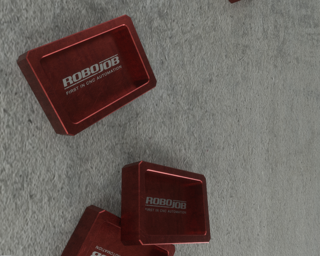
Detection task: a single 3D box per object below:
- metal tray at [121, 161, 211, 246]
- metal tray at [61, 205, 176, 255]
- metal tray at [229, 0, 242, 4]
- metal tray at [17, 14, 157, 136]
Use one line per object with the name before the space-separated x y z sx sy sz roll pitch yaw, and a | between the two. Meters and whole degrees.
metal tray | 0.011 0.097 0.385 0.131 0.030 0.090 20 60 -44
metal tray | -0.048 0.157 0.361 0.130 0.030 0.090 39 66 -33
metal tray | 0.135 -0.284 0.514 0.091 0.030 0.129 -32 110 -35
metal tray | -0.072 -0.060 0.340 0.131 0.030 0.090 -36 112 -34
